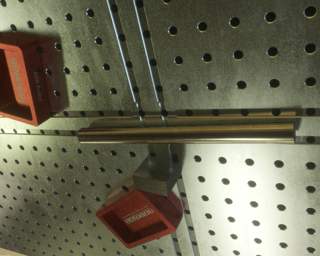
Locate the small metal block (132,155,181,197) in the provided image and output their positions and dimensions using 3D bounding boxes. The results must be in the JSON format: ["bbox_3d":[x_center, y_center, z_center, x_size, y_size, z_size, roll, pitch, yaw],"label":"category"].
[{"bbox_3d":[-0.003,0.066,0.436,0.050,0.050,0.025,8,122,23],"label":"small metal block"}]

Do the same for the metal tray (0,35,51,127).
[{"bbox_3d":[-0.223,-0.073,0.477,0.090,0.030,0.129,15,124,19],"label":"metal tray"}]

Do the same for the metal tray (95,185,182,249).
[{"bbox_3d":[-0.038,0.146,0.516,0.090,0.030,0.130,49,128,-7],"label":"metal tray"}]

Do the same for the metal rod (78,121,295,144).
[{"bbox_3d":[0.014,0.008,0.407,0.300,0.025,0.025,-2,118,28],"label":"metal rod"}]
